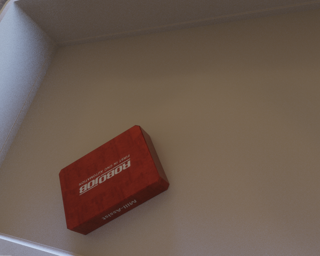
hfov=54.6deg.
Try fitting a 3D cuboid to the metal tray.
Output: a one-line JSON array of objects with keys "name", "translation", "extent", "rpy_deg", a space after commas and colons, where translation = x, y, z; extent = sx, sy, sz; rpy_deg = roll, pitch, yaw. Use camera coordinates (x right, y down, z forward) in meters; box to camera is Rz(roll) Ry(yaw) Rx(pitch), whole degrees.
[{"name": "metal tray", "translation": [-0.063, 0.065, 0.397], "extent": [0.130, 0.030, 0.090], "rpy_deg": [-31, 52, 8]}]
